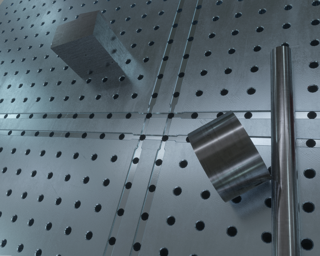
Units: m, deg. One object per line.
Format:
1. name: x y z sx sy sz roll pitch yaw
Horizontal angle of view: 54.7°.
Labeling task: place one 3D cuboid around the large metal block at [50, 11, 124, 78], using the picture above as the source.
1. large metal block: -0.118 -0.135 0.515 0.080 0.080 0.050 -10 58 22

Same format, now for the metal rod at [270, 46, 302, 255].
1. metal rod: 0.127 0.038 0.317 0.025 0.025 0.299 -4 60 26

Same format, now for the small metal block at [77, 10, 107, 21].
1. small metal block: -0.138 -0.197 0.599 0.050 0.025 0.050 2 62 28

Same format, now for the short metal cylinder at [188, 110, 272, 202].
1. short metal cylinder: 0.070 0.029 0.318 0.050 0.080 0.080 -30 52 9
